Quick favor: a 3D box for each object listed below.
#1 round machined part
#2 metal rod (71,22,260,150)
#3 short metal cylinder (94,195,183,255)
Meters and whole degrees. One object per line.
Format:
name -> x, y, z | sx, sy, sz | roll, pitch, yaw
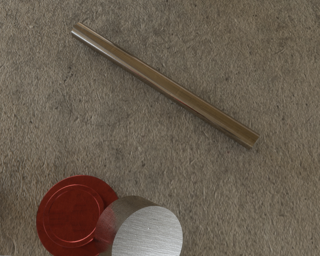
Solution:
round machined part -> -0.095, 0.103, 0.360 | 0.099, 0.042, 0.098 | 0, 70, -1
metal rod -> 0.000, -0.063, 0.431 | 0.301, 0.025, 0.025 | 34, 73, 11
short metal cylinder -> -0.023, 0.117, 0.332 | 0.081, 0.050, 0.079 | -1, 92, -30
